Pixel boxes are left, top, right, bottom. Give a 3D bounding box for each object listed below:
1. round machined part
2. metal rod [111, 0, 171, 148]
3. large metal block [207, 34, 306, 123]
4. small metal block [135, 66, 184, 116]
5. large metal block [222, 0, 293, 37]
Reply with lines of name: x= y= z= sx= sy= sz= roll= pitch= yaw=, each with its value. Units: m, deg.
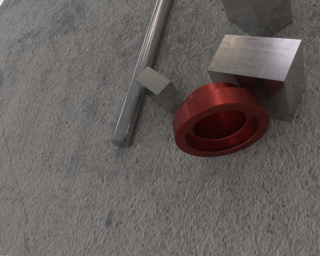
round machined part: x=0.062 y=-0.011 z=0.332 sx=0.098 sy=0.098 sz=0.042 roll=-20 pitch=53 yaw=16
metal rod: x=-0.021 y=-0.110 z=0.482 sx=0.025 sy=0.025 sz=0.300 roll=0 pitch=61 yaw=28
large metal block: x=0.110 y=-0.054 z=0.344 sx=0.080 sy=0.080 sz=0.050 roll=16 pitch=71 yaw=34
small metal block: x=0.001 y=-0.050 z=0.418 sx=0.025 sy=0.050 sz=0.050 roll=-47 pitch=51 yaw=-4
large metal block: x=0.123 y=-0.172 z=0.409 sx=0.050 sy=0.080 sz=0.080 roll=-37 pitch=51 yaw=4
